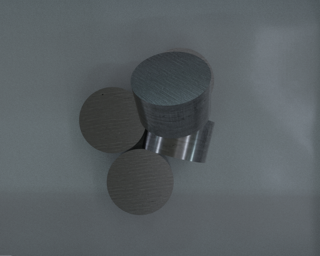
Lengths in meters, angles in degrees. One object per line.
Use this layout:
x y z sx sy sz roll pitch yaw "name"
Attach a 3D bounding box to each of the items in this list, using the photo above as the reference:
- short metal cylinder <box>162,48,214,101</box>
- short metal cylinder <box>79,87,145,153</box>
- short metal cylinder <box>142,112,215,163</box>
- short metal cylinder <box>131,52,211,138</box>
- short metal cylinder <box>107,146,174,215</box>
0.025 -0.057 0.398 0.081 0.050 0.079 0 90 -1 "short metal cylinder"
-0.057 -0.010 0.396 0.081 0.050 0.079 0 90 -1 "short metal cylinder"
0.023 0.009 0.383 0.080 0.080 0.050 13 90 -1 "short metal cylinder"
0.013 -0.036 0.327 0.080 0.050 0.080 -4 50 5 "short metal cylinder"
-0.024 0.065 0.397 0.081 0.050 0.079 0 90 -1 "short metal cylinder"
